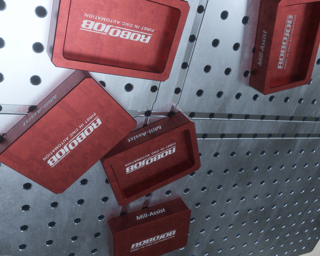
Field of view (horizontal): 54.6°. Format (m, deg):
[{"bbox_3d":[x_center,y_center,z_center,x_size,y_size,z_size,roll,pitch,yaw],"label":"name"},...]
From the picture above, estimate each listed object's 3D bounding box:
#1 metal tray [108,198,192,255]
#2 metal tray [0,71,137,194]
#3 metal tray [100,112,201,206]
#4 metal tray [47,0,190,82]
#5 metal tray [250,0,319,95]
[{"bbox_3d":[-0.016,0.172,0.505,0.131,0.030,0.089,-11,123,-22],"label":"metal tray"},{"bbox_3d":[-0.103,0.007,0.355,0.130,0.030,0.090,-42,129,1],"label":"metal tray"},{"bbox_3d":[-0.011,0.043,0.427,0.131,0.030,0.090,-23,127,-14],"label":"metal tray"},{"bbox_3d":[-0.042,-0.102,0.321,0.131,0.030,0.089,3,117,-30],"label":"metal tray"},{"bbox_3d":[0.178,-0.117,0.431,0.091,0.030,0.129,-15,125,-20],"label":"metal tray"}]
